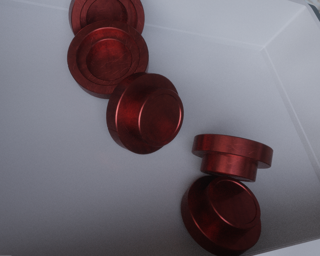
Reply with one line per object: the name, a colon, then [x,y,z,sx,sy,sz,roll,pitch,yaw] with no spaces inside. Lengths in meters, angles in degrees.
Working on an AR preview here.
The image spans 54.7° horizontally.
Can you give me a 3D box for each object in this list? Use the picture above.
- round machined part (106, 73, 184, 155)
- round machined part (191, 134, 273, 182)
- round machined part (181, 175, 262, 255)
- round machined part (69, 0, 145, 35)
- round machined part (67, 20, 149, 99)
round machined part: [-0.010,-0.015,0.365,0.099,0.042,0.097,-14,111,-39]
round machined part: [0.088,0.041,0.389,0.099,0.098,0.042,16,78,-19]
round machined part: [0.078,0.097,0.366,0.099,0.042,0.098,16,42,-15]
round machined part: [-0.074,-0.151,0.422,0.099,0.097,0.042,2,29,-28]
round machined part: [-0.063,-0.083,0.395,0.099,0.042,0.098,0,77,-2]
